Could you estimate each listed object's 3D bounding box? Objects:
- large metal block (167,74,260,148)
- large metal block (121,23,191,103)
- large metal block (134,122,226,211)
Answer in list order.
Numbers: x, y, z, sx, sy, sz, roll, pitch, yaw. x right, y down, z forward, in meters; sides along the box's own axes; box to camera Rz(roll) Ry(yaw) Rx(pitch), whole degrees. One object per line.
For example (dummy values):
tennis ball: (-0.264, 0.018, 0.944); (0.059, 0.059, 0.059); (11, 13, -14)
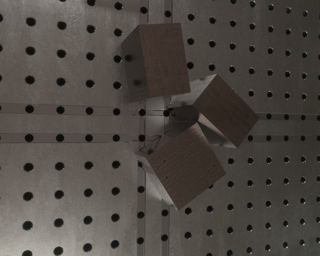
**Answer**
large metal block: (0.067, -0.020, 0.410); (0.080, 0.080, 0.050); (42, 77, -16)
large metal block: (-0.008, -0.076, 0.381); (0.050, 0.080, 0.079); (-10, 94, -20)
large metal block: (0.026, 0.047, 0.410); (0.080, 0.050, 0.080); (-34, 101, -17)
